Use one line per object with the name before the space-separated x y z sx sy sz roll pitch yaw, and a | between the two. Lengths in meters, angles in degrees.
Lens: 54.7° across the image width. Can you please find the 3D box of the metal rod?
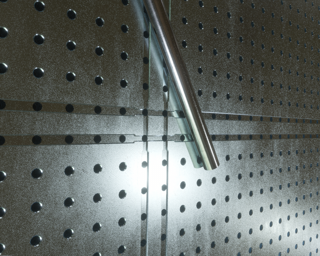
metal rod | 0.027 -0.073 0.433 0.025 0.025 0.298 -34 112 -35
